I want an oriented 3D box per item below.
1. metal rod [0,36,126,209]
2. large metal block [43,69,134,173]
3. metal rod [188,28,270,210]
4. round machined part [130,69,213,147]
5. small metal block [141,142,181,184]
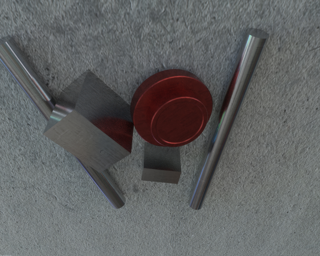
[{"bbox_3d":[-0.118,0.016,0.418,0.025,0.025,0.299,-16,129,12],"label":"metal rod"},{"bbox_3d":[-0.077,-0.008,0.363,0.050,0.080,0.080,-33,123,25],"label":"large metal block"},{"bbox_3d":[0.081,0.013,0.419,0.025,0.025,0.298,6,130,-6],"label":"metal rod"},{"bbox_3d":[0.017,-0.016,0.366,0.099,0.042,0.097,-9,126,-13],"label":"round machined part"},{"bbox_3d":[0.001,0.048,0.432,0.050,0.050,0.025,7,130,-7],"label":"small metal block"}]
